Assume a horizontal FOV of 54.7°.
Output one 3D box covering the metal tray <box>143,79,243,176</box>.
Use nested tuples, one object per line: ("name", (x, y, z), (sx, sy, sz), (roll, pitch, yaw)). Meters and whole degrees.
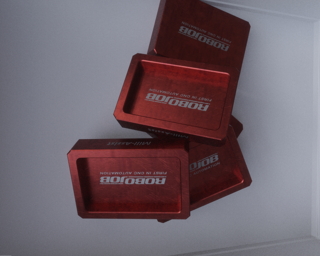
("metal tray", (0.041, -0.006, 0.425), (0.130, 0.030, 0.090), (39, 77, -16))

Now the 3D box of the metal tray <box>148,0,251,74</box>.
("metal tray", (0.056, -0.123, 0.430), (0.131, 0.030, 0.090), (15, 85, -20))

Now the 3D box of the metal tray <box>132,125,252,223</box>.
("metal tray", (0.040, 0.055, 0.394), (0.131, 0.030, 0.090), (-24, 108, 0))

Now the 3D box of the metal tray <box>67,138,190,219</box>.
("metal tray", (-0.032, 0.058, 0.354), (0.131, 0.030, 0.089), (-1, 112, 5))

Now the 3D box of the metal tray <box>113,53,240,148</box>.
("metal tray", (0.021, -0.035, 0.368), (0.131, 0.030, 0.090), (11, 72, 12))
